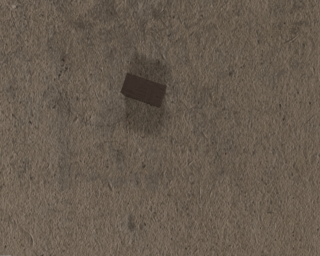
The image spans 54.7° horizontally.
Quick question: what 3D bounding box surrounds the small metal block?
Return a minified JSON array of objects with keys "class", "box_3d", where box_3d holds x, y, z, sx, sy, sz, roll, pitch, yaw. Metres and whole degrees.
[{"class":"small metal block","box_3d":[-0.020,-0.047,0.397,0.050,0.050,0.025,19,90,-1]}]
